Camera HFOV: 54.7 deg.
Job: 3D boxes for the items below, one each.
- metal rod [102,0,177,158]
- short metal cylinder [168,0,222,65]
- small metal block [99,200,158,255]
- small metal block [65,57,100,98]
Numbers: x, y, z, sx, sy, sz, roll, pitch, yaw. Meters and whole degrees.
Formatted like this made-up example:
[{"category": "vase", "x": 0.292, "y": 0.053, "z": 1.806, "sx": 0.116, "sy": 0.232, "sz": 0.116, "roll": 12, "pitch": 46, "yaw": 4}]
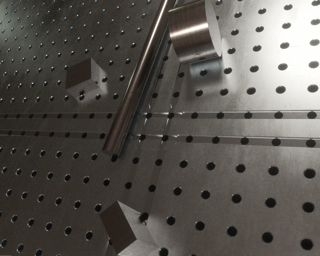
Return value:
[{"category": "metal rod", "x": -0.024, "y": -0.096, "z": 0.478, "sx": 0.025, "sy": 0.025, "sz": 0.300, "roll": 4, "pitch": 64, "yaw": 30}, {"category": "short metal cylinder", "x": 0.050, "y": -0.132, "z": 0.427, "sx": 0.050, "sy": 0.080, "sz": 0.080, "roll": -10, "pitch": 58, "yaw": 23}, {"category": "small metal block", "x": -0.034, "y": 0.113, "z": 0.339, "sx": 0.025, "sy": 0.050, "sz": 0.050, "roll": -39, "pitch": 51, "yaw": 2}, {"category": "small metal block", "x": -0.131, "y": -0.086, "z": 0.527, "sx": 0.050, "sy": 0.025, "sz": 0.050, "roll": -20, "pitch": 54, "yaw": 16}]
